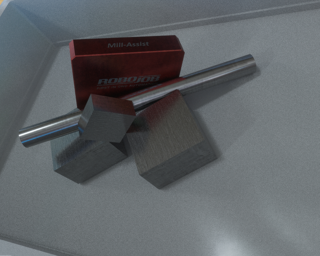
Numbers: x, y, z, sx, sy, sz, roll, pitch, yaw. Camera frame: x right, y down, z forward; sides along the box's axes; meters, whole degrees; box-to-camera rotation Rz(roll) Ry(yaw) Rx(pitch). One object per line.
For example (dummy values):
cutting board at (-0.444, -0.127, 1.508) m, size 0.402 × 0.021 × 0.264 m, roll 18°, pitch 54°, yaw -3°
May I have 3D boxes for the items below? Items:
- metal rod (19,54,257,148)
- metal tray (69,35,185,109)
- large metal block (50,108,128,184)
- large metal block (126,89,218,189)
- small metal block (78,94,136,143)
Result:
metal rod at (-0.026, -0.035, 0.390) m, size 0.302 × 0.025 × 0.025 m, roll -18°, pitch 53°, yaw -2°
metal tray at (-0.042, -0.068, 0.390) m, size 0.131 × 0.089 × 0.030 m, roll -7°, pitch 54°, yaw -14°
large metal block at (-0.101, 0.017, 0.426) m, size 0.080 × 0.050 × 0.080 m, roll -29°, pitch 52°, yaw 9°
large metal block at (0.010, 0.014, 0.373) m, size 0.080 × 0.050 × 0.080 m, roll -29°, pitch 52°, yaw 9°
small metal block at (-0.063, -0.010, 0.363) m, size 0.050 × 0.050 × 0.025 m, roll -55°, pitch 40°, yaw 38°
